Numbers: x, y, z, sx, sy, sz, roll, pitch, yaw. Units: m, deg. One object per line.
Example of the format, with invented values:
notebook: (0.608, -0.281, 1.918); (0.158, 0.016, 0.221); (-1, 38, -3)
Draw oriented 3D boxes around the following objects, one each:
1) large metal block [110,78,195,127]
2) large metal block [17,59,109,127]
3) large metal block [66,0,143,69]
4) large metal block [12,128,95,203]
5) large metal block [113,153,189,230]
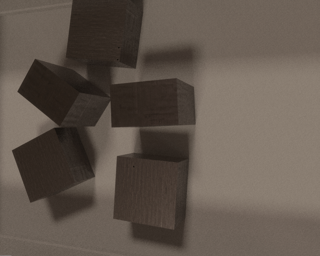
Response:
large metal block: (-0.006, -0.027, 0.382); (0.080, 0.080, 0.050); (-3, 89, 19)
large metal block: (-0.127, -0.045, 0.425); (0.080, 0.080, 0.050); (36, 102, 16)
large metal block: (-0.075, -0.128, 0.422); (0.080, 0.050, 0.079); (9, 93, 19)
large metal block: (-0.154, 0.052, 0.450); (0.080, 0.050, 0.080); (-25, 82, 18)
large metal block: (-0.010, 0.077, 0.400); (0.080, 0.050, 0.079); (4, 91, 19)
